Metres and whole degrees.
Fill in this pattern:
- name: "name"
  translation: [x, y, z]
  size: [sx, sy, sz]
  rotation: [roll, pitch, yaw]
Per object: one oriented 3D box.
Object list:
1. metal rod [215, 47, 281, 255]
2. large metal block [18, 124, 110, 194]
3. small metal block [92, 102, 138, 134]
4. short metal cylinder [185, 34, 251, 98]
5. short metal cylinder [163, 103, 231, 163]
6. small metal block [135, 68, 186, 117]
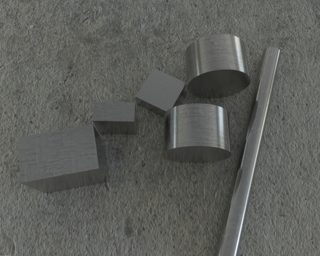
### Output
- name: "metal rod"
  translation: [0.117, 0.024, 0.400]
  size: [0.025, 0.025, 0.299]
  rotation: [17, 71, 5]
- name: "large metal block"
  translation: [-0.108, 0.039, 0.363]
  size: [0.081, 0.080, 0.050]
  rotation: [-10, 71, -4]
- name: "small metal block"
  translation: [-0.056, -0.012, 0.398]
  size: [0.050, 0.050, 0.025]
  rotation: [1, 70, 0]
- name: "short metal cylinder"
  translation: [0.075, -0.079, 0.409]
  size: [0.081, 0.080, 0.050]
  rotation: [-2, 70, -1]
- name: "short metal cylinder"
  translation: [0.044, 0.009, 0.376]
  size: [0.081, 0.080, 0.050]
  rotation: [1, 70, 0]
- name: "small metal block"
  translation: [0.001, -0.047, 0.425]
  size: [0.050, 0.025, 0.050]
  rotation: [27, 72, 9]
